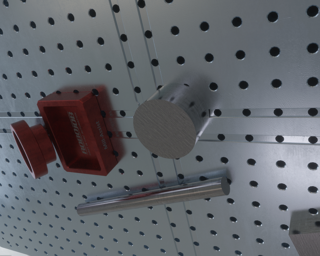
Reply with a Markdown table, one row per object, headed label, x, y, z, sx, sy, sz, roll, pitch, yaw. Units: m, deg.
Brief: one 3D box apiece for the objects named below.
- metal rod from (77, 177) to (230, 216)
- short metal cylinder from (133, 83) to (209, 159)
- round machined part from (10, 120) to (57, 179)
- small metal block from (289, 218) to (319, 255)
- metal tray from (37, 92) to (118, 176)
| label | x | y | z | sx | sy | sz | roll | pitch | yaw |
| --- | --- | --- | --- | --- | --- | --- | --- | --- | --- |
| metal rod | -0.030 | 0.115 | 0.498 | 0.300 | 0.025 | 0.025 | -18 | 109 | 35 |
| short metal cylinder | 0.015 | -0.009 | 0.382 | 0.080 | 0.050 | 0.079 | 13 | 124 | 21 |
| round machined part | -0.205 | 0.031 | 0.510 | 0.098 | 0.042 | 0.097 | 39 | 143 | 39 |
| small metal block | 0.200 | 0.144 | 0.395 | 0.050 | 0.025 | 0.050 | -20 | 108 | 35 |
| metal tray | -0.127 | 0.011 | 0.480 | 0.090 | 0.030 | 0.129 | 1 | 119 | 27 |
